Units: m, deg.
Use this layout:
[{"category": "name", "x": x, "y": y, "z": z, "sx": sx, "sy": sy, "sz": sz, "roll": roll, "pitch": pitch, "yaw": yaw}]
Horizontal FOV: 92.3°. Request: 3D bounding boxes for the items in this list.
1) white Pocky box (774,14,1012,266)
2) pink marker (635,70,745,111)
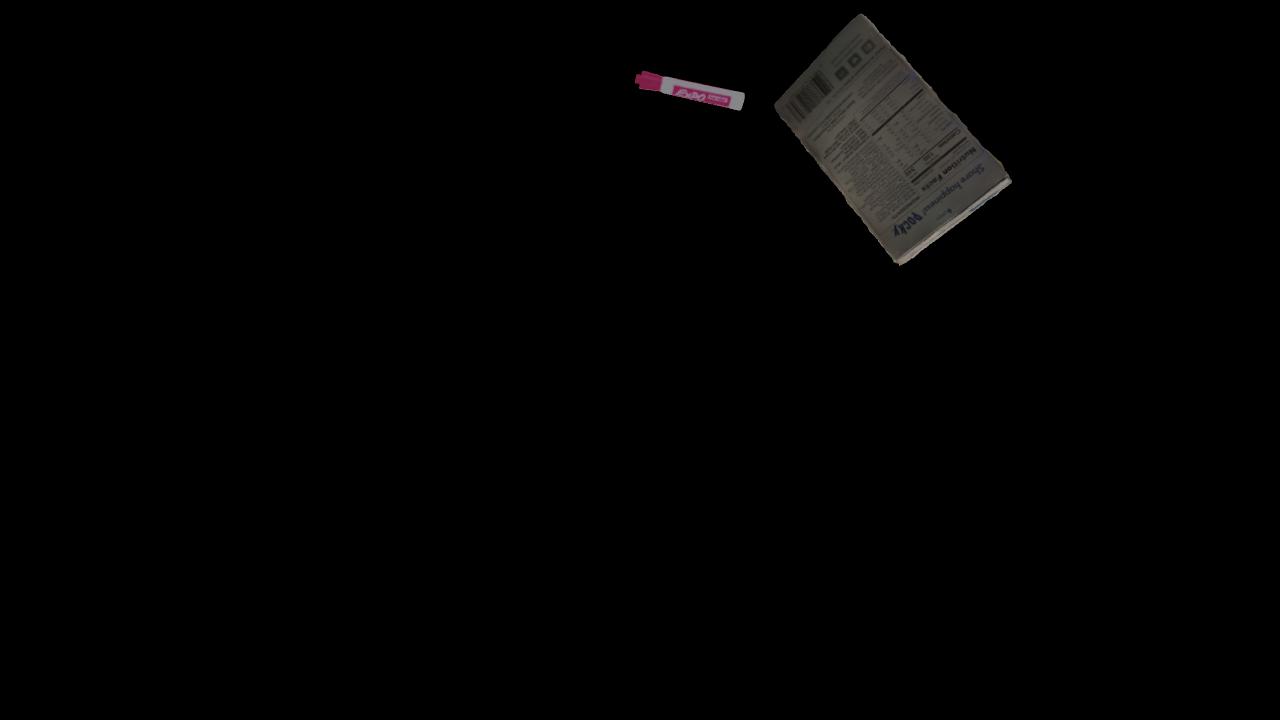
[{"category": "white Pocky box", "x": 0.167, "y": -0.151, "z": 0.424, "sx": 0.084, "sy": 0.154, "sz": 0.028, "roll": -42, "pitch": -21, "yaw": 32}, {"category": "pink marker", "x": 0.054, "y": -0.296, "z": 0.674, "sx": 0.121, "sy": 0.020, "sz": 0.020, "roll": 10, "pitch": -1, "yaw": -7}]
